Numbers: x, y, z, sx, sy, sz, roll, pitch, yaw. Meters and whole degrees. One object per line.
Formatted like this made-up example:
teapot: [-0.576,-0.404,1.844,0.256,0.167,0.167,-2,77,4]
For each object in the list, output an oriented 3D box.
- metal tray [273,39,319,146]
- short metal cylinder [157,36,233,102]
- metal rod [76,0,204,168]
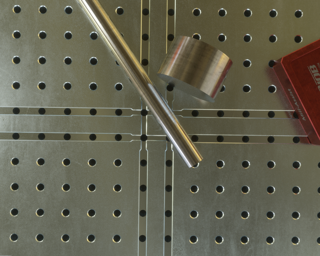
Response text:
metal tray: [0.222,-0.051,0.412,0.090,0.030,0.130,-27,90,0]
short metal cylinder: [0.043,-0.072,0.386,0.080,0.080,0.050,26,90,0]
metal rod: [-0.036,-0.078,0.412,0.025,0.025,0.299,-34,90,0]
